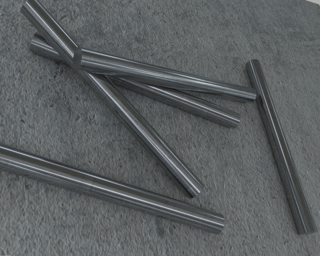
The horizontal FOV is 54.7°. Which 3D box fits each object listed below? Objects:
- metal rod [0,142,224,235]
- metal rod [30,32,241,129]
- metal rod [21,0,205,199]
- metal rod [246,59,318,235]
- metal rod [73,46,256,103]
[{"bbox_3d":[-0.066,0.062,0.330,0.302,0.025,0.025,21,54,-16],"label":"metal rod"},{"bbox_3d":[-0.021,-0.059,0.427,0.302,0.025,0.025,20,54,-17],"label":"metal rod"},{"bbox_3d":[-0.055,-0.033,0.374,0.300,0.025,0.025,48,51,-2],"label":"metal rod"},{"bbox_3d":[0.186,0.014,0.495,0.025,0.025,0.299,7,59,-25],"label":"metal rod"},{"bbox_3d":[0.030,-0.065,0.428,0.302,0.025,0.025,5,59,-37],"label":"metal rod"}]
